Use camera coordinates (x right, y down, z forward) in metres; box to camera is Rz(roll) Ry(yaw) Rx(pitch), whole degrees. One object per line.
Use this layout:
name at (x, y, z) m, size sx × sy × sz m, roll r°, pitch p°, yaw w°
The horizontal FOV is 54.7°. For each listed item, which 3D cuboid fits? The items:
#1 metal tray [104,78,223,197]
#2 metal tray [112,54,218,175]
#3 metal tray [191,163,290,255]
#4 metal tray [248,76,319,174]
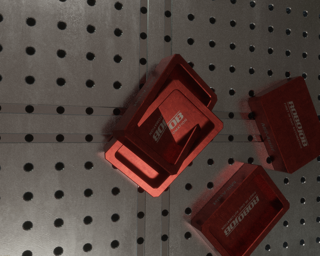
metal tray at (0.004, 0.012, 0.394) m, size 0.090 × 0.030 × 0.130 m, roll 42°, pitch 92°, yaw -16°
metal tray at (0.012, -0.017, 0.394) m, size 0.090 × 0.030 × 0.130 m, roll 43°, pitch 65°, yaw -26°
metal tray at (0.121, 0.127, 0.456) m, size 0.130 × 0.030 × 0.090 m, roll -43°, pitch 104°, yaw -15°
metal tray at (0.204, -0.005, 0.487) m, size 0.091 × 0.030 × 0.129 m, roll -27°, pitch 99°, yaw -18°
